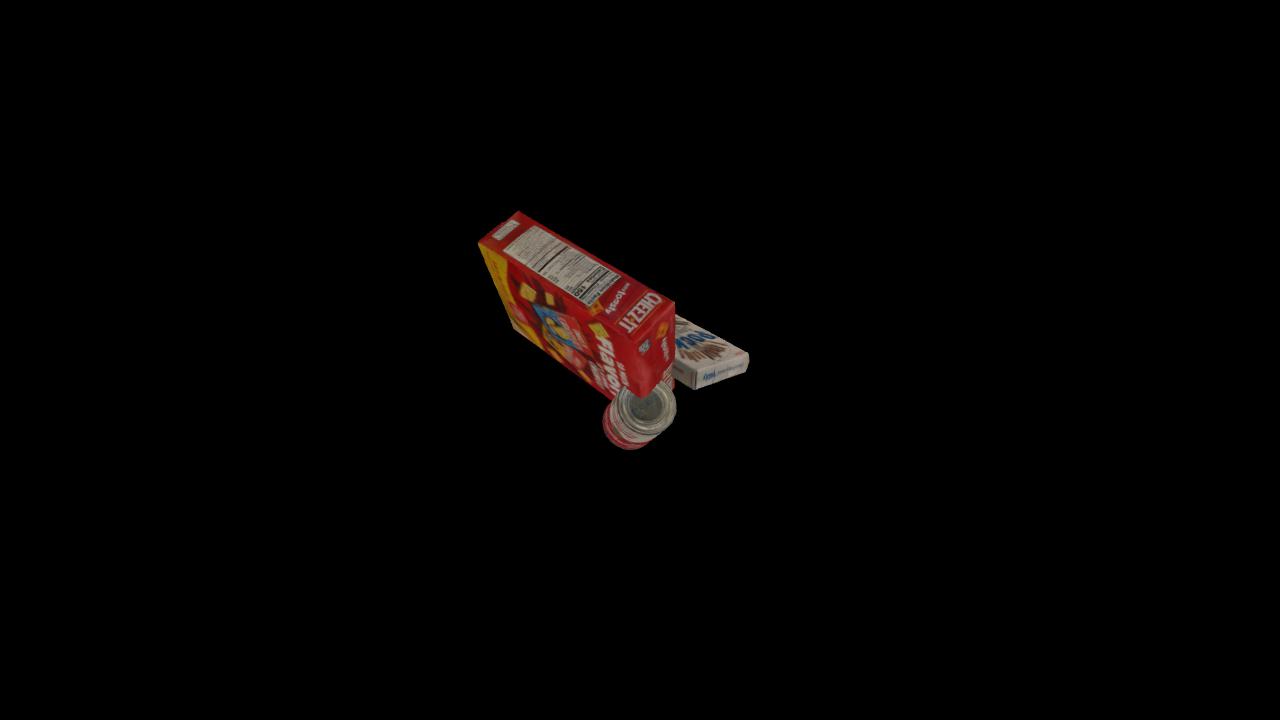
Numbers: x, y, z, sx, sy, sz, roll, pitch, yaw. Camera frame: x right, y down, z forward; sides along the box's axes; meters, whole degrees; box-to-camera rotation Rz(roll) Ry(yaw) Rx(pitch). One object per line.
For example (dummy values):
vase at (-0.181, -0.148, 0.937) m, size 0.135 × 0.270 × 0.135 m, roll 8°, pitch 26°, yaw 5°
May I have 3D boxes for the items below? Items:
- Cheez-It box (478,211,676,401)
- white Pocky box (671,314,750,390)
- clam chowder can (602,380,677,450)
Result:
Cheez-It box at (-0.064, -0.047, 0.689) m, size 0.223 × 0.071 × 0.166 m, roll 34°, pitch -24°, yaw 23°
white Pocky box at (0.045, -0.017, 0.728) m, size 0.084 × 0.028 × 0.154 m, roll -17°, pitch 34°, yaw -34°
clam chowder can at (-0.002, 0.062, 0.702) m, size 0.068 × 0.068 × 0.102 m, roll 0°, pitch -17°, yaw -13°
